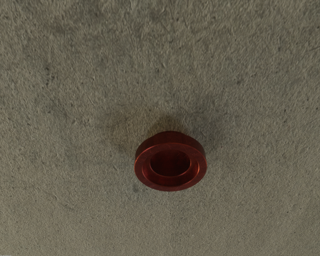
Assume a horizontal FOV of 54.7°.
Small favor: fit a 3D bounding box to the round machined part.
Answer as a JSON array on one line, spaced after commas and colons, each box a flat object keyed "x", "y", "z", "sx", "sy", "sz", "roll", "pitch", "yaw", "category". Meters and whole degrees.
[{"x": 0.014, "y": 0.042, "z": 0.434, "sx": 0.099, "sy": 0.042, "sz": 0.097, "roll": -1, "pitch": 130, "yaw": 0, "category": "round machined part"}]
